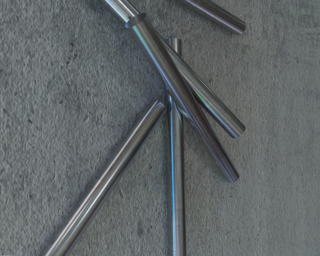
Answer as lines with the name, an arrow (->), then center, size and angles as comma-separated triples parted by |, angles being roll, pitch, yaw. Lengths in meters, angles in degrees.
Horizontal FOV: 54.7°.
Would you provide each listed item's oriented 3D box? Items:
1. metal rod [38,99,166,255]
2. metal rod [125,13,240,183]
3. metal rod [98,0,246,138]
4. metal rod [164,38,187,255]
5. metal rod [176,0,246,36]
metal rod -> -0.078, 0.085, 0.339 | 0.025, 0.025, 0.301 | 49, 61, -29
metal rod -> 0.046, -0.016, 0.412 | 0.025, 0.025, 0.300 | -57, 132, -24
metal rod -> 0.009, -0.088, 0.384 | 0.300, 0.025, 0.025 | 42, 64, -23
metal rod -> 0.021, 0.031, 0.421 | 0.025, 0.025, 0.298 | -3, 92, -40
metal rod -> 0.018, -0.190, 0.419 | 0.302, 0.025, 0.025 | 12, 83, -39
